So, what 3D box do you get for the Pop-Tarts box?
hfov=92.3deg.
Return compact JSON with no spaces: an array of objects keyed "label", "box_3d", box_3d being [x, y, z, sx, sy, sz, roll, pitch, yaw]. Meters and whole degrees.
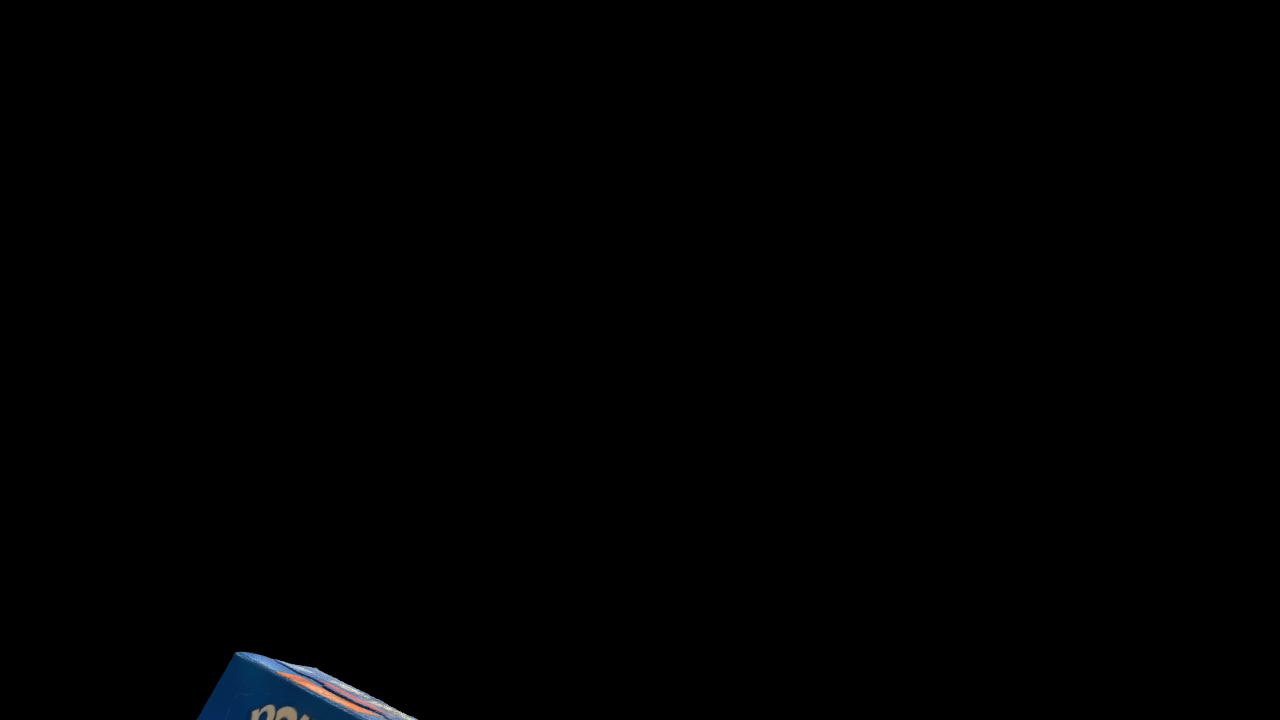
[{"label":"Pop-Tarts box","box_3d":[-0.229,0.297,0.406,0.167,0.141,0.083,7,-30,27]}]
